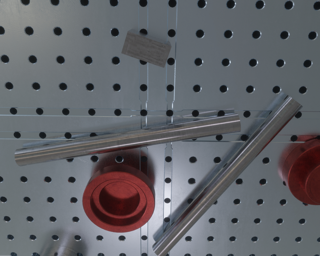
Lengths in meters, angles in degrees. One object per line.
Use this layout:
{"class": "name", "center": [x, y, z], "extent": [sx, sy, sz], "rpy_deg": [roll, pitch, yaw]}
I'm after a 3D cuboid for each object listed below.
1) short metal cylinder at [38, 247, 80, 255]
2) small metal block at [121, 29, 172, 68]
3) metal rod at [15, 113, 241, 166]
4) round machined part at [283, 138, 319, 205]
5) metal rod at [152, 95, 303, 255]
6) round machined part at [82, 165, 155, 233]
{"class": "short metal cylinder", "center": [-0.164, 0.236, 0.485], "extent": [0.081, 0.050, 0.079], "rpy_deg": [0, 110, 0]}
{"class": "small metal block", "center": [-0.015, -0.095, 0.365], "extent": [0.050, 0.050, 0.025], "rpy_deg": [18, 109, -7]}
{"class": "metal rod", "center": [-0.044, 0.017, 0.418], "extent": [0.302, 0.025, 0.025], "rpy_deg": [-9, 110, 3]}
{"class": "round machined part", "center": [0.228, 0.067, 0.431], "extent": [0.099, 0.042, 0.097], "rpy_deg": [0, 110, 0]}
{"class": "metal rod", "center": [0.087, 0.078, 0.442], "extent": [0.025, 0.025, 0.299], "rpy_deg": [34, 106, -12]}
{"class": "round machined part", "center": [-0.056, 0.095, 0.439], "extent": [0.099, 0.042, 0.097], "rpy_deg": [0, 110, 0]}
